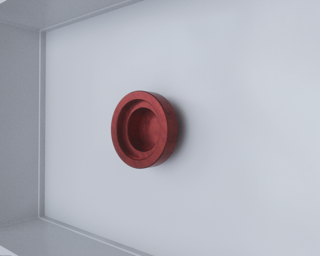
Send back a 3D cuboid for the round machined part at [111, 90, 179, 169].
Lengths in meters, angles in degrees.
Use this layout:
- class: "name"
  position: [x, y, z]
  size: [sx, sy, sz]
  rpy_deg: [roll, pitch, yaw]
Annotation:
- class: "round machined part"
  position: [-0.015, 0.002, 0.401]
  size: [0.098, 0.042, 0.097]
  rpy_deg: [0, 90, 39]
